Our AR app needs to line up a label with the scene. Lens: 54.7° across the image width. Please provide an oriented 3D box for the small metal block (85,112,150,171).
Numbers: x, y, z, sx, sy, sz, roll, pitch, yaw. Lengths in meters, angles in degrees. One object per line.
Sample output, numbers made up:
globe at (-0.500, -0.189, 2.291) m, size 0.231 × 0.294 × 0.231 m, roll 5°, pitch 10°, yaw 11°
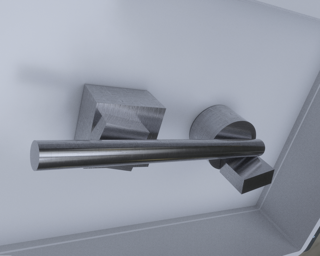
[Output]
small metal block at (-0.047, 0.015, 0.327) m, size 0.050 × 0.025 × 0.050 m, roll 14°, pitch 111°, yaw -34°

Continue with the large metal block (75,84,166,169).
large metal block at (-0.049, -0.001, 0.363) m, size 0.081 × 0.050 × 0.079 m, roll 3°, pitch 117°, yaw -30°

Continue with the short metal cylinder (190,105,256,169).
short metal cylinder at (0.091, 0.013, 0.450) m, size 0.081 × 0.050 × 0.079 m, roll -14°, pitch 125°, yaw -21°

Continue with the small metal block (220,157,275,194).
small metal block at (0.119, 0.059, 0.428) m, size 0.050 × 0.050 × 0.025 m, roll -14°, pitch 124°, yaw -21°

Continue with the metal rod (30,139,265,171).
metal rod at (0.018, 0.025, 0.342) m, size 0.302 × 0.025 × 0.025 m, roll 1°, pitch 118°, yaw -38°
